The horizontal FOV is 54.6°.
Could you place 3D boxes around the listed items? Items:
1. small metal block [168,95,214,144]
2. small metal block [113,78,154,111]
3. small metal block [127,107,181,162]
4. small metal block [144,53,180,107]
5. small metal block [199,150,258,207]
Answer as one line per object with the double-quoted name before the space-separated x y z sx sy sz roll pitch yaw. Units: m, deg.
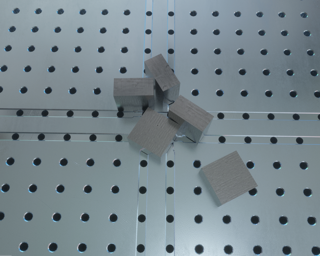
"small metal block" 0.038 -0.010 0.402 0.050 0.050 0.025 34 74 11
"small metal block" -0.033 -0.044 0.414 0.050 0.050 0.025 -1 70 0
"small metal block" -0.007 0.009 0.409 0.050 0.025 0.050 30 73 10
"small metal block" 0.003 -0.064 0.422 0.025 0.050 0.050 -28 73 -9
"small metal block" 0.085 0.064 0.389 0.050 0.025 0.050 -25 72 -9
